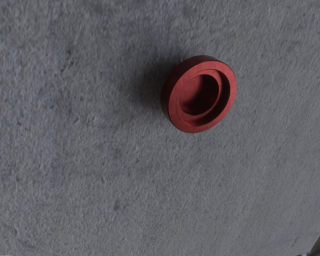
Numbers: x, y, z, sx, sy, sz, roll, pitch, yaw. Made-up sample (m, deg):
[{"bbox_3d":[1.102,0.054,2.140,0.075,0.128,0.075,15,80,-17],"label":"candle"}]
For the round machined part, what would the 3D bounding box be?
[{"bbox_3d":[0.045,-0.045,0.394,0.099,0.042,0.097,-14,125,-21],"label":"round machined part"}]
